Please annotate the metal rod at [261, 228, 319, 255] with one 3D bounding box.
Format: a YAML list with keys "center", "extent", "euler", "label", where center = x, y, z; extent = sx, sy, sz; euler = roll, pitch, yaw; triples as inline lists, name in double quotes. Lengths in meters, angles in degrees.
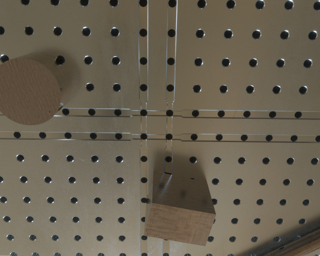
- center: [0.167, 0.217, 0.494]
  extent: [0.300, 0.025, 0.025]
  euler: [-30, 107, 10]
  label: "metal rod"

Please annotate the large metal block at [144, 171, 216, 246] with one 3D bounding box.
- center: [0.024, 0.107, 0.424]
  extent: [0.081, 0.080, 0.050]
  euler: [12, 110, -4]
  label: "large metal block"

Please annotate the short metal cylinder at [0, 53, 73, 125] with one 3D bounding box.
- center: [-0.155, -0.049, 0.380]
  extent: [0.081, 0.050, 0.079]
  euler: [0, 110, 0]
  label: "short metal cylinder"
